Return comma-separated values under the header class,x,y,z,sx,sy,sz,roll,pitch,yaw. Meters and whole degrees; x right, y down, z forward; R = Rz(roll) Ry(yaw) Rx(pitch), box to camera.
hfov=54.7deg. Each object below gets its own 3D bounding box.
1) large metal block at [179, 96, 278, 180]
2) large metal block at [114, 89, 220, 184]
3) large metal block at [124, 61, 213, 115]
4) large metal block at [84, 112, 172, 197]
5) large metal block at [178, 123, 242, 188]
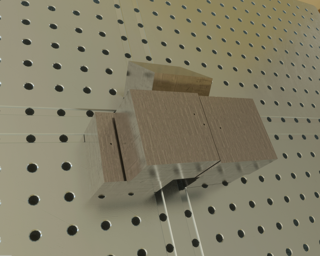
class,x,y,z,sx,sy,sz,roll,pitch,yaw
large metal block,0.077,0.011,0.362,0.081,0.050,0.080,0,62,-29
large metal block,0.005,0.009,0.323,0.081,0.050,0.080,0,62,-29
large metal block,0.008,-0.052,0.403,0.081,0.050,0.080,0,20,-29
large metal block,-0.037,0.030,0.356,0.081,0.050,0.080,1,61,-28
large metal block,0.067,0.029,0.411,0.081,0.050,0.080,-1,62,-29
